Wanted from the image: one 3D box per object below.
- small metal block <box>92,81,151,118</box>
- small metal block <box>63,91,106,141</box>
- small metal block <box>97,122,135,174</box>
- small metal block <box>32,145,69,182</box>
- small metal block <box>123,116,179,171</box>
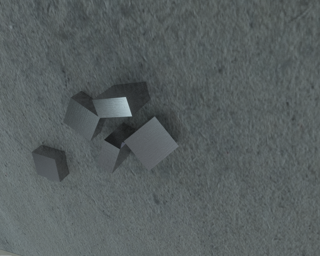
[{"bbox_3d":[-0.048,-0.036,0.392,0.050,0.050,0.025,-2,118,28],"label":"small metal block"},{"bbox_3d":[-0.108,-0.017,0.451,0.050,0.025,0.050,34,129,5],"label":"small metal block"},{"bbox_3d":[-0.060,0.028,0.438,0.025,0.050,0.050,30,128,9],"label":"small metal block"},{"bbox_3d":[-0.192,0.062,0.543,0.050,0.025,0.050,13,124,20],"label":"small metal block"},{"bbox_3d":[-0.012,0.019,0.406,0.050,0.025,0.050,-39,99,-5],"label":"small metal block"}]
